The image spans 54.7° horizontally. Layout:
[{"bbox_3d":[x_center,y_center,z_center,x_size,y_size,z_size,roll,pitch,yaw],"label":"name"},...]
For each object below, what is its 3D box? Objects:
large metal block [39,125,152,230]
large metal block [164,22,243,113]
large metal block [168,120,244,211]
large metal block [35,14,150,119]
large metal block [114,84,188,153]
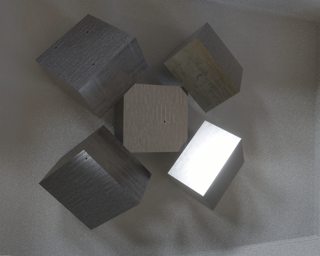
[{"bbox_3d":[-0.071,0.057,0.348,0.080,0.050,0.080,-34,106,29],"label":"large metal block"},{"bbox_3d":[0.059,-0.079,0.395,0.080,0.050,0.080,48,32,-13],"label":"large metal block"},{"bbox_3d":[0.063,0.050,0.395,0.080,0.050,0.080,-54,151,-13],"label":"large metal block"},{"bbox_3d":[-0.073,-0.070,0.344,0.080,0.080,0.050,-48,148,-14],"label":"large metal block"},{"bbox_3d":[-0.012,-0.011,0.390,0.081,0.050,0.080,1,90,-20],"label":"large metal block"}]
